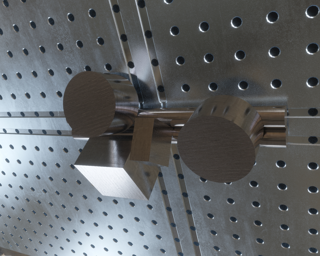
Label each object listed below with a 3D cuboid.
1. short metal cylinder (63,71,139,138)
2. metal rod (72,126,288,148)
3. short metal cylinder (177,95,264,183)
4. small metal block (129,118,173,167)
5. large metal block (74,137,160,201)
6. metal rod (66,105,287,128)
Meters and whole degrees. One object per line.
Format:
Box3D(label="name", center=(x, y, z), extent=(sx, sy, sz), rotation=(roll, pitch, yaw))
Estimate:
Box3D(label="short metal cylinder", center=(-0.074, -0.030, 0.393), extent=(0.080, 0.050, 0.079), rotation=(3, 96, 27))
Box3D(label="metal rod", center=(0.006, 0.008, 0.409), extent=(0.300, 0.025, 0.025), rotation=(1, 119, 27))
Box3D(label="short metal cylinder", center=(0.065, 0.011, 0.331), extent=(0.080, 0.050, 0.079), rotation=(13, 124, 21))
Box3D(label="small metal block", center=(-0.009, 0.018, 0.370), extent=(0.025, 0.050, 0.050), rotation=(1, 77, 28))
Box3D(label="large metal block", center=(-0.058, 0.057, 0.439), extent=(0.080, 0.050, 0.080), rotation=(-1, 138, 28))
Box3D(label="metal rod", center=(0.000, -0.014, 0.398), extent=(0.300, 0.025, 0.025), rotation=(1, 119, 27))
